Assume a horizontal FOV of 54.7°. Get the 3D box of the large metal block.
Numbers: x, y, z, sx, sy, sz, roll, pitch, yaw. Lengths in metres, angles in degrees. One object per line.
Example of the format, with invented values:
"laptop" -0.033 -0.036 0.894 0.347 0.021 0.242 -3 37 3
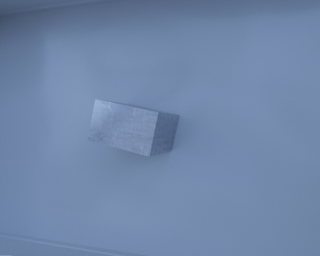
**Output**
"large metal block" -0.030 -0.001 0.388 0.080 0.080 0.050 13 95 19
